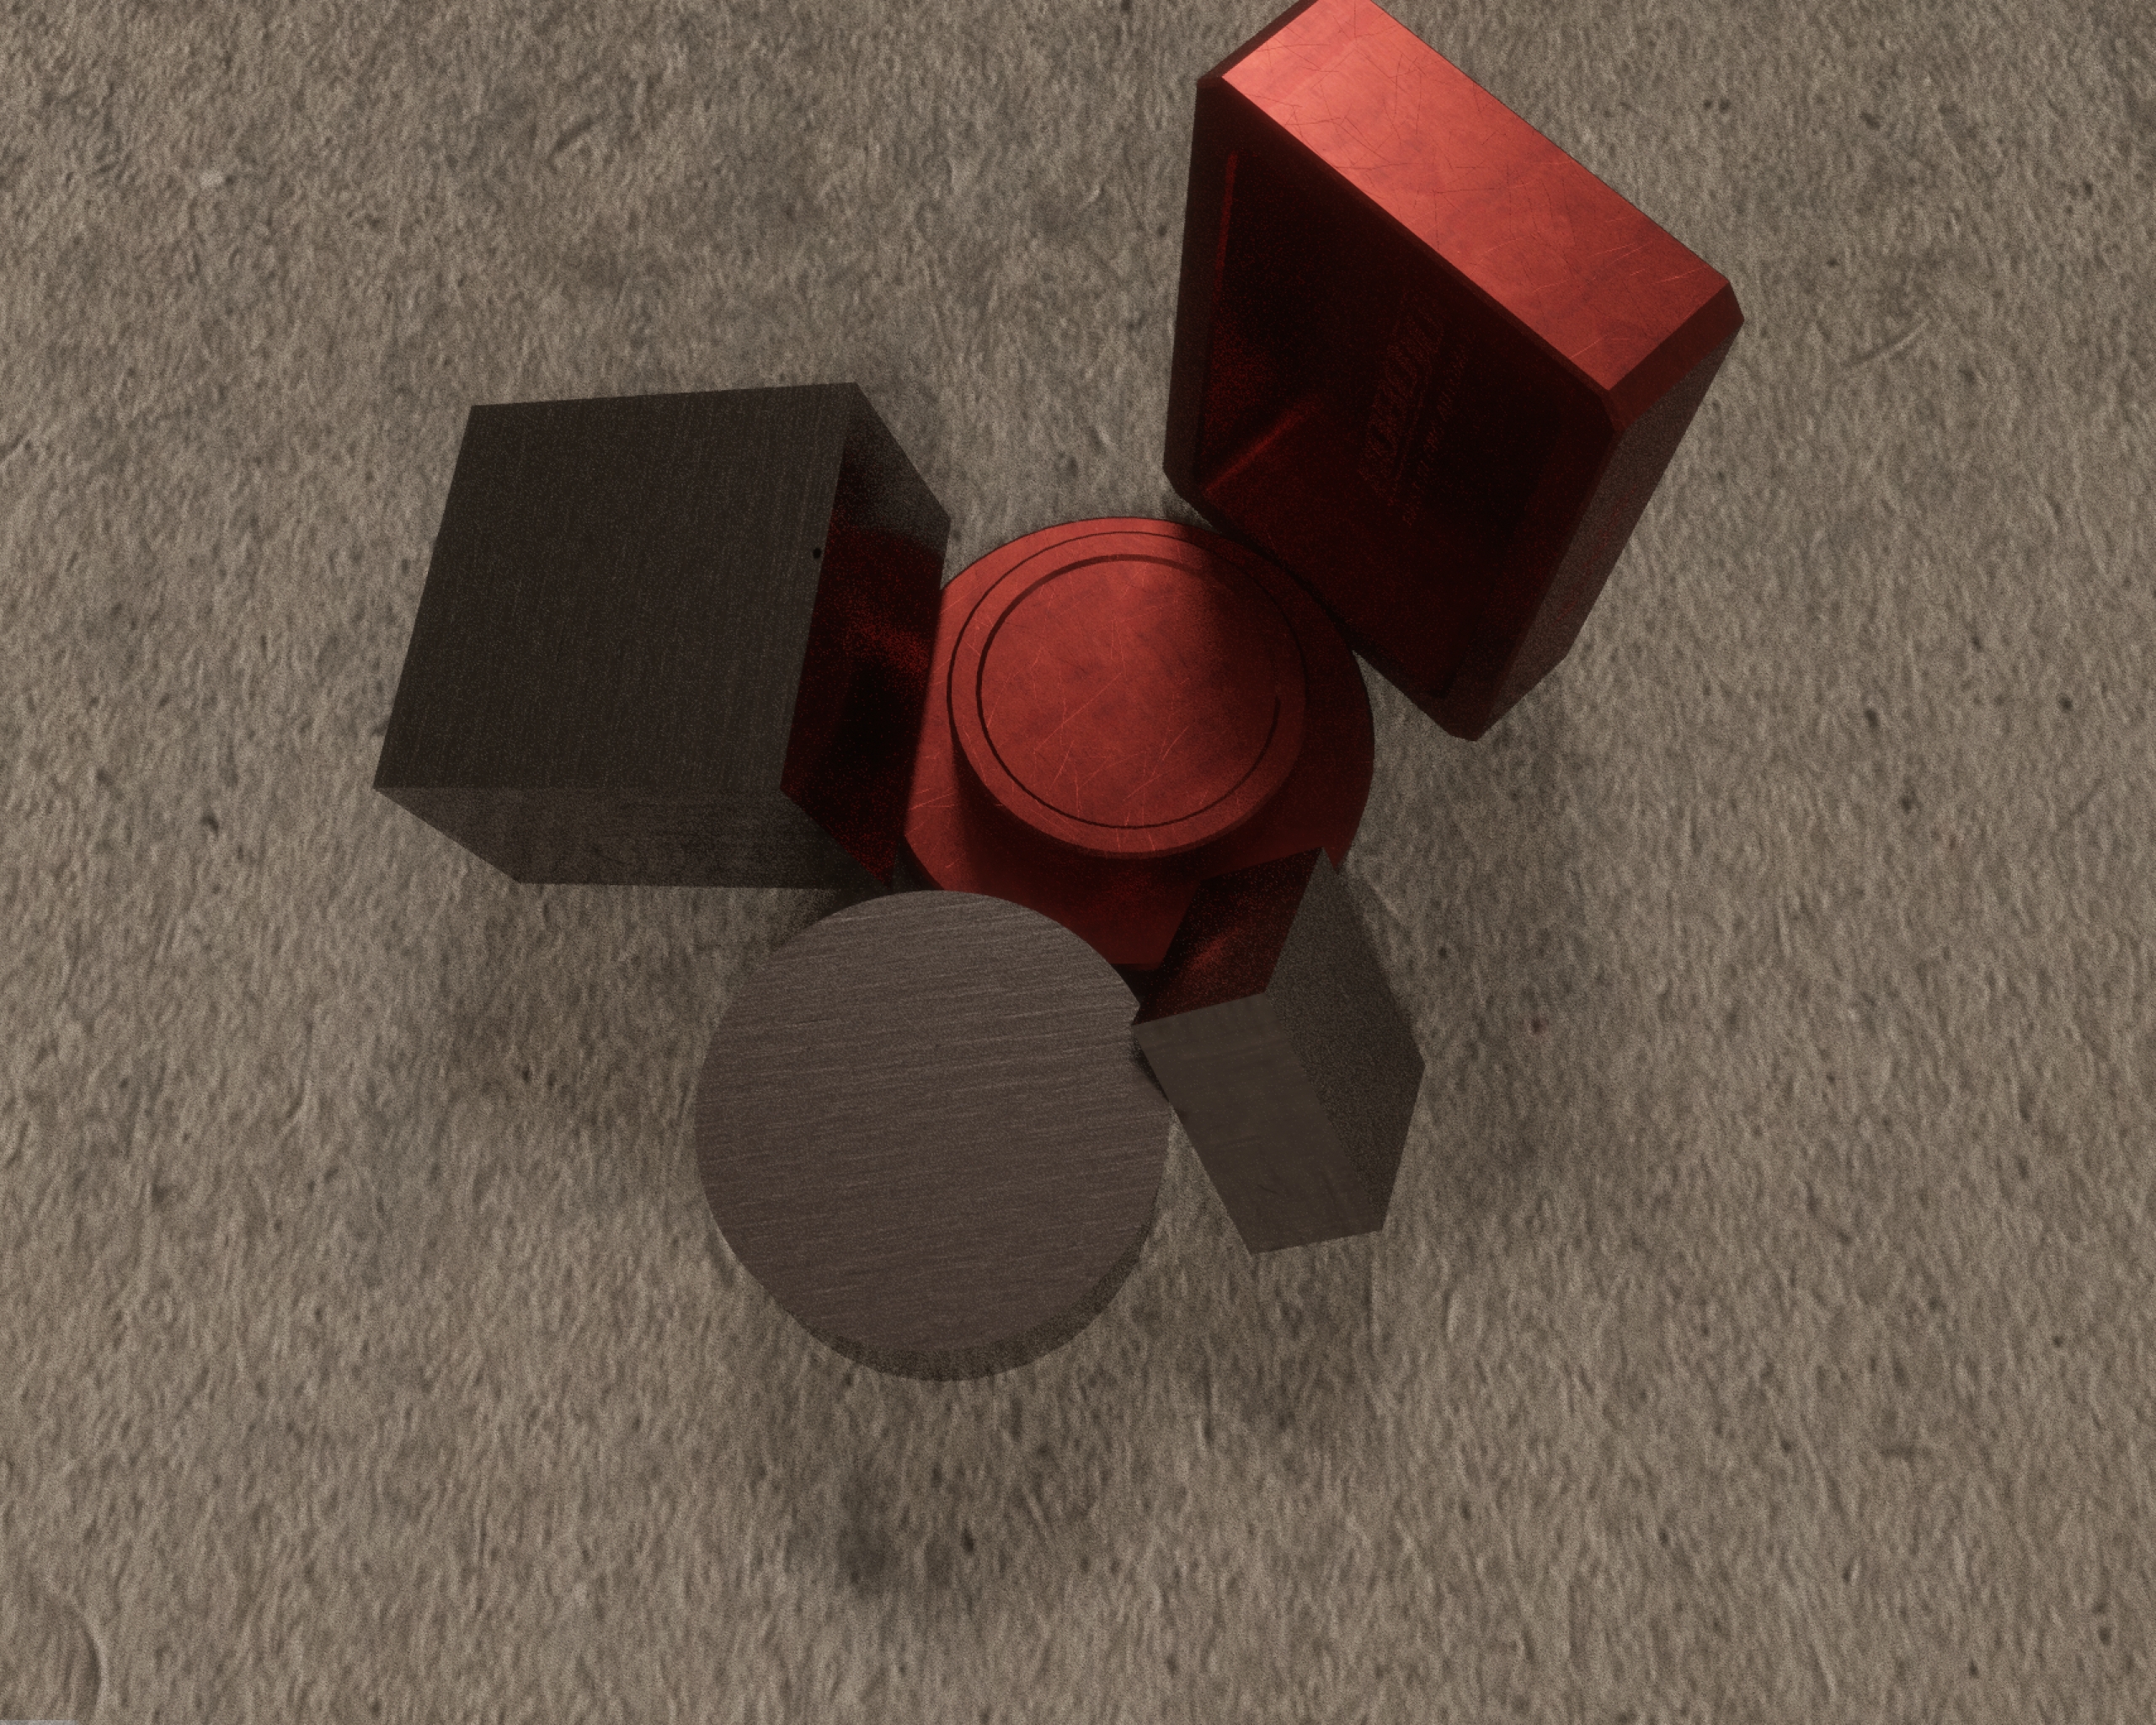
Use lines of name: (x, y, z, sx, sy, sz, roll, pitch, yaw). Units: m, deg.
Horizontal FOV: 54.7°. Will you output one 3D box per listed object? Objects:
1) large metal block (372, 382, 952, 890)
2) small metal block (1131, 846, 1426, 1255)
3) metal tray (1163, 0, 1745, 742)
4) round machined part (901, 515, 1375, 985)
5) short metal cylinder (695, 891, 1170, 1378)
large metal block: (-0.076, -0.041, 0.397, 0.080, 0.050, 0.080, 1, 69, 18)
small metal block: (0.037, 0.033, 0.373, 0.025, 0.050, 0.050, -17, 112, 26)
metal tray: (0.060, -0.084, 0.384, 0.030, 0.130, 0.090, -43, 76, -14)
round machined part: (0.009, -0.026, 0.411, 0.099, 0.042, 0.098, 0, 70, -1)
short metal cylinder: (-0.025, 0.051, 0.378, 0.081, 0.050, 0.080, 0, 70, 0)
